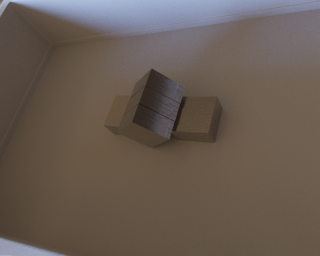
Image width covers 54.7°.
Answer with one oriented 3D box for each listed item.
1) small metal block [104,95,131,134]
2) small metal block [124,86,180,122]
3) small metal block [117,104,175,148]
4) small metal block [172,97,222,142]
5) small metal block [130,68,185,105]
[{"bbox_3d":[-0.044,-0.018,0.436,0.050,0.025,0.050,4,64,29],"label":"small metal block"},{"bbox_3d":[-0.011,-0.023,0.393,0.050,0.050,0.025,-29,40,58],"label":"small metal block"},{"bbox_3d":[-0.018,-0.001,0.384,0.050,0.050,0.025,-29,40,58],"label":"small metal block"},{"bbox_3d":[0.046,-0.011,0.386,0.050,0.025,0.050,3,63,29],"label":"small metal block"},{"bbox_3d":[-0.004,-0.046,0.403,0.050,0.050,0.025,-28,41,59],"label":"small metal block"}]
